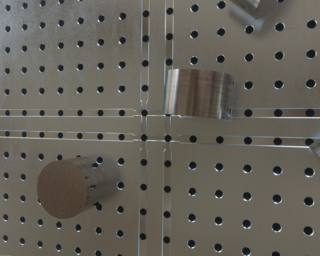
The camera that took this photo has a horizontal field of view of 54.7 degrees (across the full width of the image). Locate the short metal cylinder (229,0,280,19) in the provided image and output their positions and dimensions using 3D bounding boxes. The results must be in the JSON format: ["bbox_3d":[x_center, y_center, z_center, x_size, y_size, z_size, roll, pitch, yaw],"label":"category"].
[{"bbox_3d":[0.113,-0.170,0.343,0.050,0.080,0.080,43,103,14],"label":"short metal cylinder"}]

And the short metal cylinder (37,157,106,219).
[{"bbox_3d":[-0.125,0.083,0.441,0.080,0.050,0.079,0,90,18],"label":"short metal cylinder"}]

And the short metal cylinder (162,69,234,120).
[{"bbox_3d":[0.045,-0.038,0.367,0.080,0.080,0.050,6,92,19],"label":"short metal cylinder"}]

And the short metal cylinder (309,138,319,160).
[{"bbox_3d":[0.200,0.035,0.313,0.050,0.080,0.080,-39,78,16],"label":"short metal cylinder"}]
